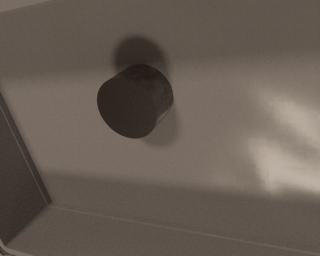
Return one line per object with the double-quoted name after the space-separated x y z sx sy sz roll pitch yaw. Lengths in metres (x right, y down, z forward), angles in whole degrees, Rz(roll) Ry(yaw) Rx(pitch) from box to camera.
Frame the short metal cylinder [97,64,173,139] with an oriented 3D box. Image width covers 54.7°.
-0.030 -0.034 0.386 0.080 0.050 0.079 13 124 20 "short metal cylinder"
